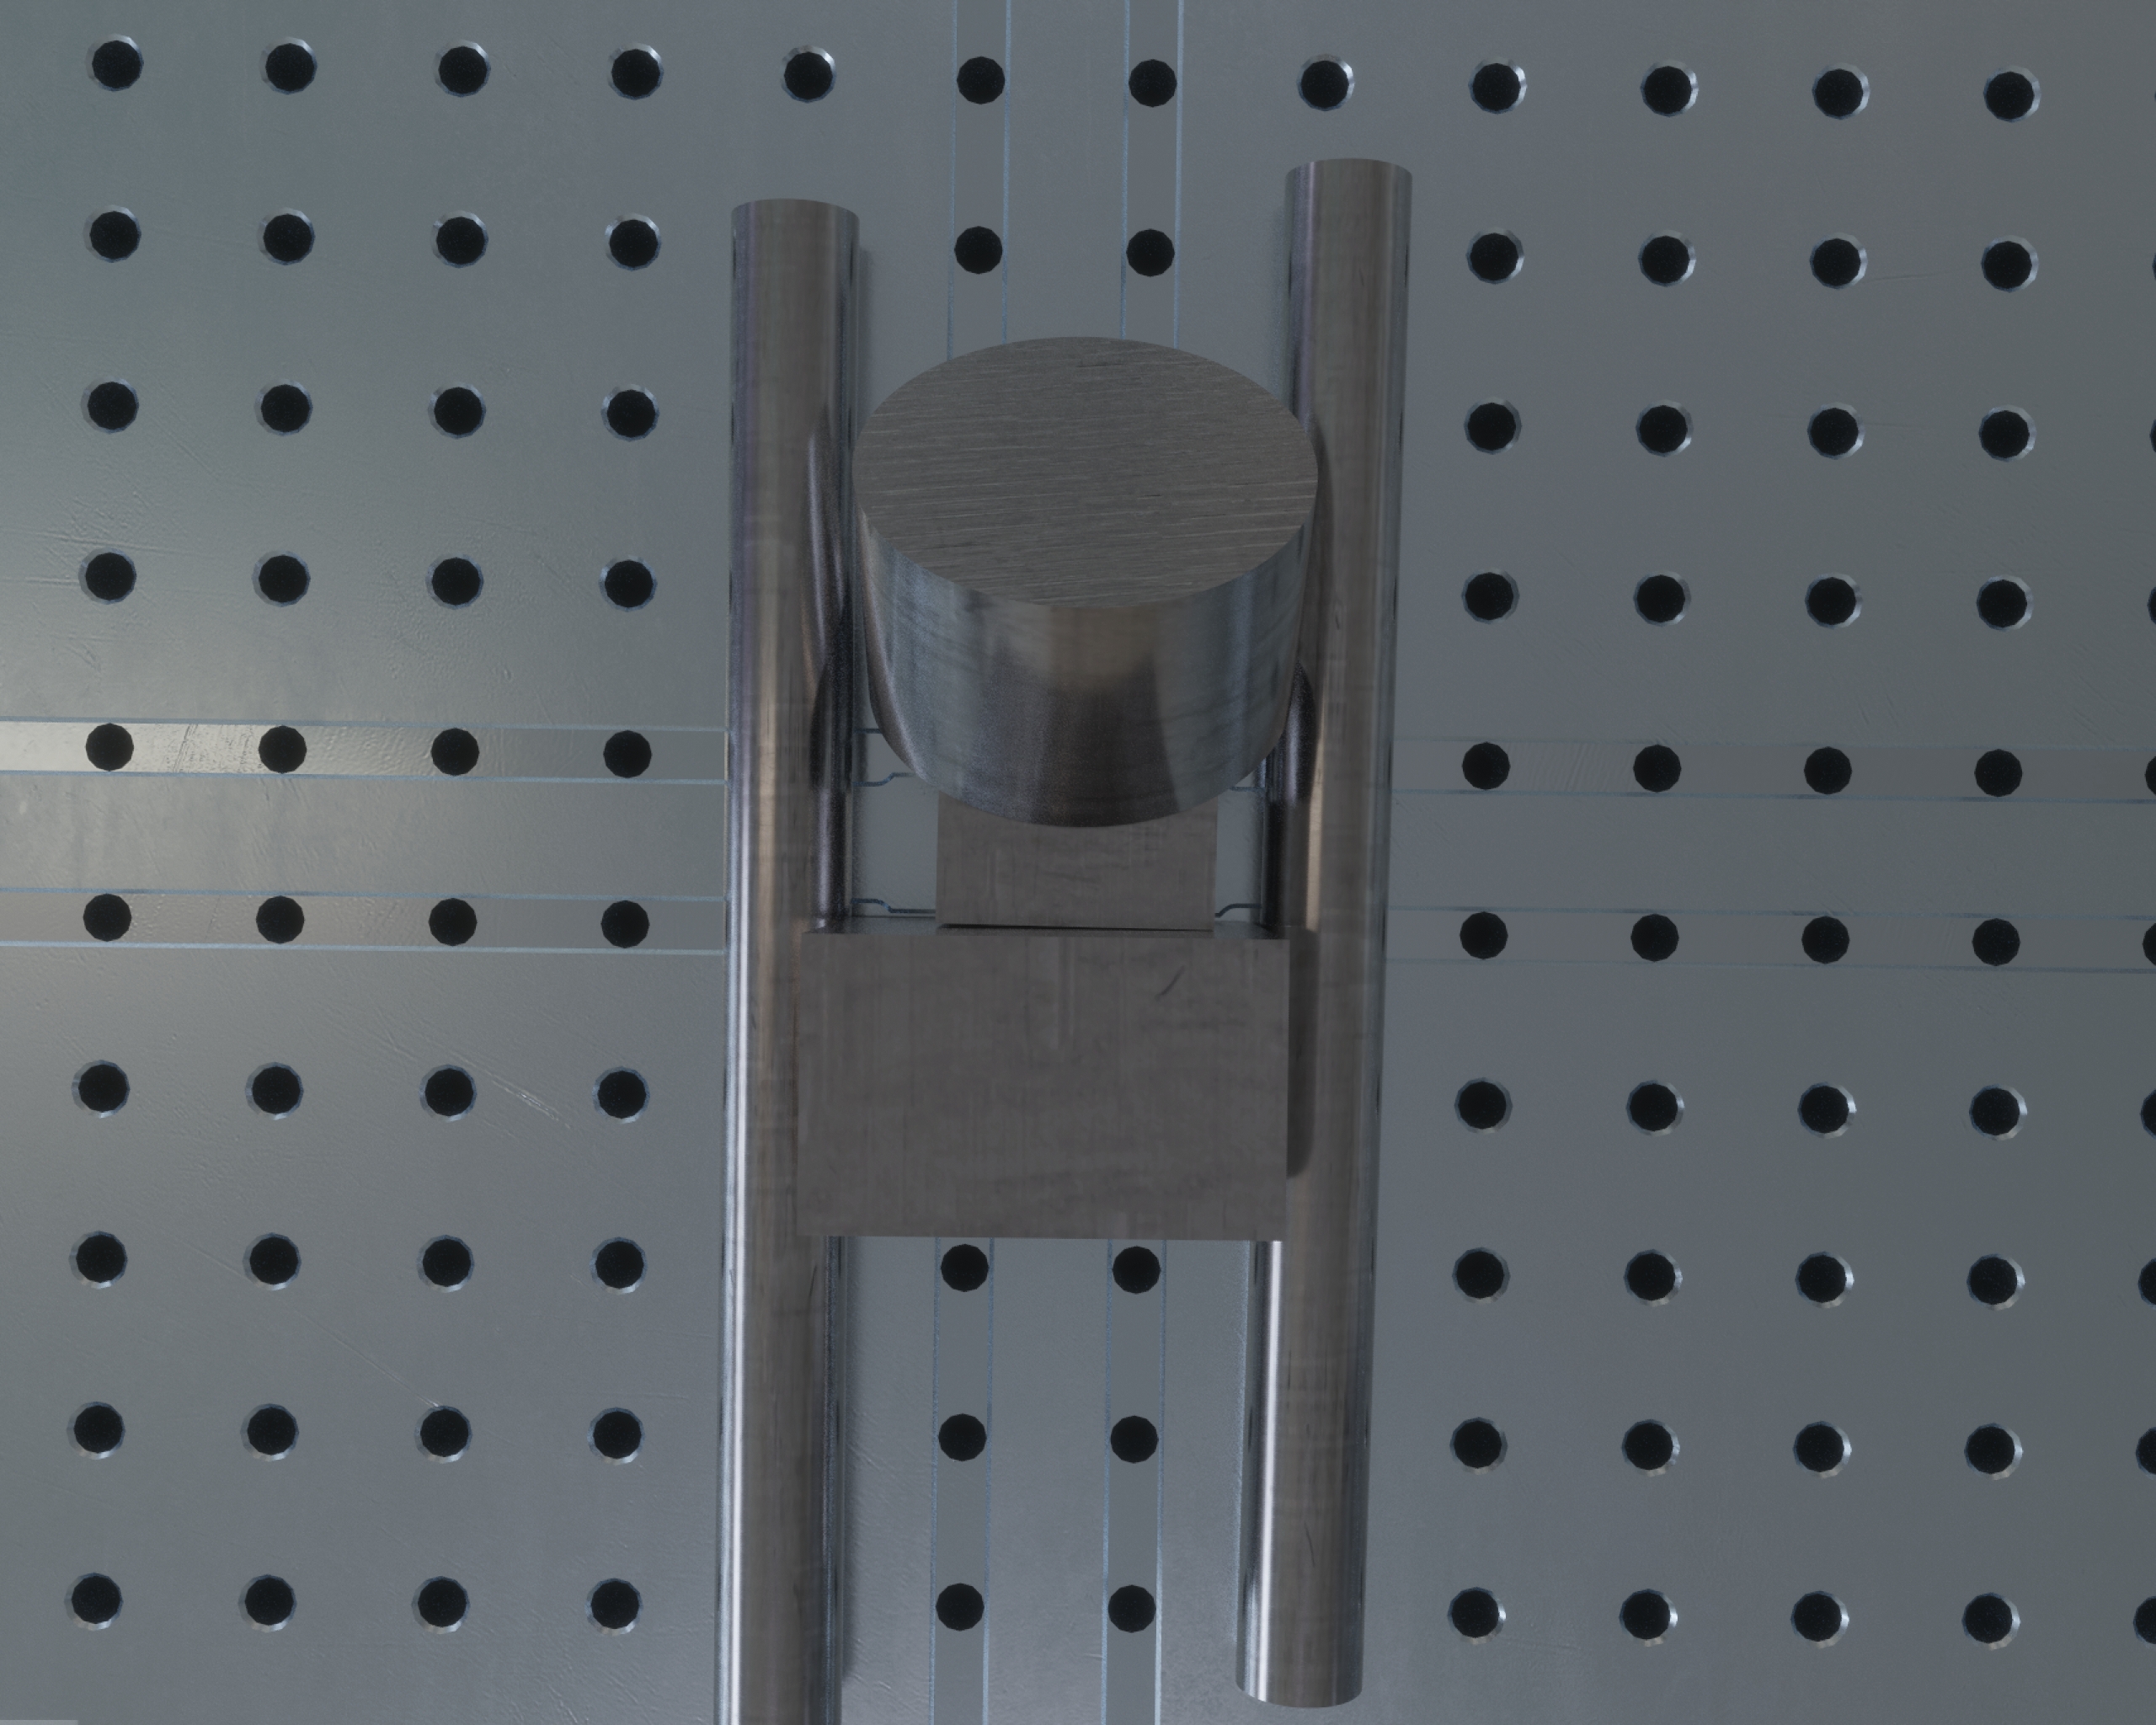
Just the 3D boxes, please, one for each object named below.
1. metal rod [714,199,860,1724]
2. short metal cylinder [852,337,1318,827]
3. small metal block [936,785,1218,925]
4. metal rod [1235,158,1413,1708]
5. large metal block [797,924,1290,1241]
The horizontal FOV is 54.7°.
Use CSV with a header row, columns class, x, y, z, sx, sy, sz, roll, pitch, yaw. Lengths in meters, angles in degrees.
class,x,y,z,sx,sy,sz,roll,pitch,yaw
metal rod,-0.058,0.022,0.413,0.025,0.025,0.298,1,90,0
short metal cylinder,0.001,-0.052,0.379,0.081,0.050,0.080,1,46,-1
small metal block,0.000,-0.001,0.401,0.050,0.050,0.025,1,90,-1
metal rod,0.049,0.014,0.413,0.025,0.025,0.298,2,90,0
large metal block,-0.006,0.037,0.383,0.081,0.080,0.050,1,90,0
